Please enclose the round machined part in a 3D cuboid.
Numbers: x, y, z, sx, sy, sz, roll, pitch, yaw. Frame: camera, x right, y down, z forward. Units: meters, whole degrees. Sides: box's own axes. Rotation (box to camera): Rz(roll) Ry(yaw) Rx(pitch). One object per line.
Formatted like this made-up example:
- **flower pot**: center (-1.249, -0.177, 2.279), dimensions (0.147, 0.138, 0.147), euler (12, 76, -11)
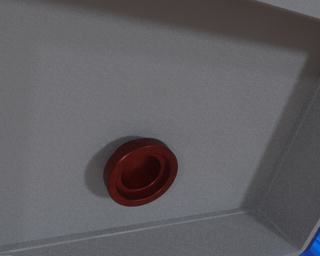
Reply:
- **round machined part**: center (-0.029, 0.054, 0.417), dimensions (0.099, 0.042, 0.097), euler (-14, 125, -21)
